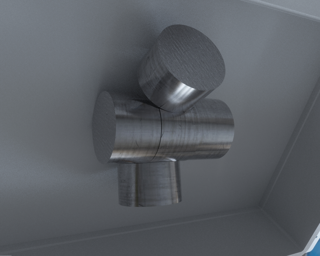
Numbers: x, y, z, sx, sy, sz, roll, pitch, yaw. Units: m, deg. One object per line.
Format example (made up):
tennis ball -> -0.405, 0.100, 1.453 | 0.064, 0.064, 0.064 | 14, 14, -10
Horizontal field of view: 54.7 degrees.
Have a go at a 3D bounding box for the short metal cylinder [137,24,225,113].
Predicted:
short metal cylinder -> 0.023, -0.063, 0.335 | 0.081, 0.080, 0.050 | 2, 155, -29

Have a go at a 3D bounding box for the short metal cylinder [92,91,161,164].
short metal cylinder -> -0.040, 0.000, 0.349 | 0.050, 0.080, 0.079 | 1, 118, -29

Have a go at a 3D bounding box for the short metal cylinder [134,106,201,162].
short metal cylinder -> 0.005, 0.001, 0.374 | 0.050, 0.080, 0.079 | 1, 118, -29

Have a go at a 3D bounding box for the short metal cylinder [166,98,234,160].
short metal cylinder -> 0.049, 0.001, 0.398 | 0.050, 0.080, 0.079 | 1, 118, -29

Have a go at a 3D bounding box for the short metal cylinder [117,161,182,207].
short metal cylinder -> -0.013, 0.069, 0.397 | 0.081, 0.080, 0.050 | 0, 84, -29
